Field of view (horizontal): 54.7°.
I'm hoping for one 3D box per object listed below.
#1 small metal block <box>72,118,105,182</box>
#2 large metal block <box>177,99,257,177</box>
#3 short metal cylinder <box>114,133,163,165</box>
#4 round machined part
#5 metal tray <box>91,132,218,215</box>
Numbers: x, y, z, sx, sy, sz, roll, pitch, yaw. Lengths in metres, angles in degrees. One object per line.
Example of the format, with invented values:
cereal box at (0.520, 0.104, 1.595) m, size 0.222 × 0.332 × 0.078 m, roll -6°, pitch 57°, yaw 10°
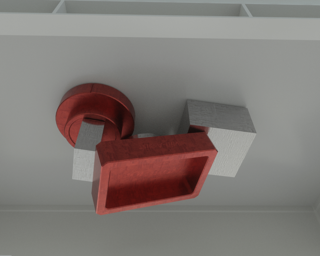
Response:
small metal block at (-0.082, 0.025, 0.356) m, size 0.025 × 0.050 × 0.050 m, roll 10°, pitch 130°, yaw -8°
large metal block at (0.067, 0.015, 0.403) m, size 0.081 × 0.050 × 0.079 m, roll 7°, pitch 130°, yaw -7°
short metal cylinder at (-0.021, 0.051, 0.418) m, size 0.081 × 0.050 × 0.080 m, roll -10°, pitch 144°, yaw -7°
round machined part at (-0.082, -0.004, 0.391) m, size 0.099 × 0.042 × 0.097 m, roll -1°, pitch 130°, yaw 0°
metal tray at (-0.008, 0.052, 0.355) m, size 0.131 × 0.030 × 0.089 m, roll -5°, pitch 133°, yaw -22°
